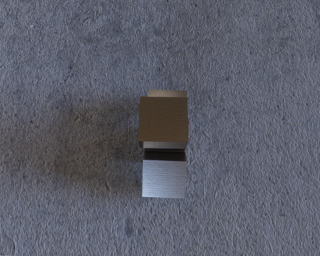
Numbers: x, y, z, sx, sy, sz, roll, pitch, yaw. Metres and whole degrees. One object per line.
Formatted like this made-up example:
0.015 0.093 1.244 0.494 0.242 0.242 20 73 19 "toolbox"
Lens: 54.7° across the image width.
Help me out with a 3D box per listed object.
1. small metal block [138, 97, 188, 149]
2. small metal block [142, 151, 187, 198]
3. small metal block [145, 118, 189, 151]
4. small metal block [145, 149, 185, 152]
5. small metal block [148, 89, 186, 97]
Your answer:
0.004 -0.005 0.332 0.050 0.025 0.050 1 70 0 "small metal block"
0.005 0.056 0.375 0.050 0.025 0.050 2 111 0 "small metal block"
0.006 0.008 0.366 0.050 0.050 0.025 2 70 0 "small metal block"
0.006 0.020 0.403 0.050 0.025 0.050 2 70 0 "small metal block"
0.009 -0.027 0.407 0.050 0.025 0.050 2 34 1 "small metal block"
